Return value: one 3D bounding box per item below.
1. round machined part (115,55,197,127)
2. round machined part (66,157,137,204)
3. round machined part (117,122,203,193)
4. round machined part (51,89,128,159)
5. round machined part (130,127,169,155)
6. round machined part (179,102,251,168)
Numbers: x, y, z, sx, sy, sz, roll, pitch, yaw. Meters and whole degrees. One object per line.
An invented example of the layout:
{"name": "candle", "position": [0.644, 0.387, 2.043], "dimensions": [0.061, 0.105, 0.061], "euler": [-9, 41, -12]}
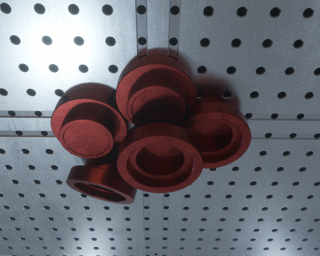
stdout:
{"name": "round machined part", "position": [-0.004, -0.034, 0.372], "dimensions": [0.099, 0.042, 0.097], "euler": [0, 130, 0]}
{"name": "round machined part", "position": [-0.079, 0.073, 0.444], "dimensions": [0.098, 0.042, 0.098], "euler": [12, 154, 6]}
{"name": "round machined part", "position": [0.000, 0.031, 0.370], "dimensions": [0.099, 0.042, 0.097], "euler": [0, 130, 0]}
{"name": "round machined part", "position": [-0.091, 0.002, 0.401], "dimensions": [0.099, 0.042, 0.097], "euler": [0, 130, 0]}
{"name": "round machined part", "position": [-0.004, 0.041, 0.435], "dimensions": [0.099, 0.042, 0.097], "euler": [0, 130, 0]}
{"name": "round machined part", "position": [0.064, 0.005, 0.404], "dimensions": [0.099, 0.042, 0.097], "euler": [0, 130, 0]}
